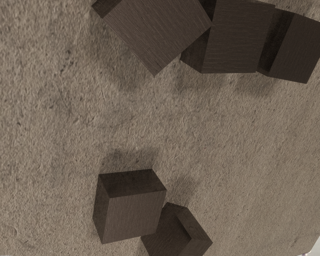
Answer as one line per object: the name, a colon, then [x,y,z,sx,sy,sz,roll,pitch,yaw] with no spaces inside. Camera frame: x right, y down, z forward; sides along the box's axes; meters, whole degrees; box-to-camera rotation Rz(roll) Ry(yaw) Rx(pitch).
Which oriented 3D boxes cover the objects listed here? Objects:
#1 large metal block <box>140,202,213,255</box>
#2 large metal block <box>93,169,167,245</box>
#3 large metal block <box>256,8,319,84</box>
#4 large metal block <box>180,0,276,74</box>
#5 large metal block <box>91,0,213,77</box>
large metal block: [0.024,0.181,0.498,0.050,0.080,0.080,26,104,-38]
large metal block: [-0.045,0.108,0.435,0.081,0.050,0.079,-2,119,-28]
large metal block: [0.172,-0.110,0.419,0.081,0.050,0.079,3,117,-30]
large metal block: [0.077,-0.111,0.366,0.081,0.050,0.079,-6,121,-26]
large metal block: [-0.007,-0.114,0.313,0.080,0.050,0.080,-41,130,6]
